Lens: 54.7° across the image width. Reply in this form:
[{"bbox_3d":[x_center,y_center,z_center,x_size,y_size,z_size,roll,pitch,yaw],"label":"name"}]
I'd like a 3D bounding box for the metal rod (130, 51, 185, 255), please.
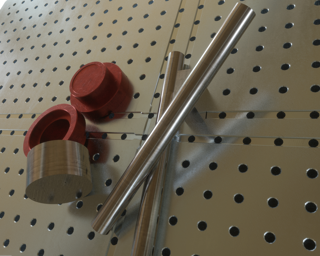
[{"bbox_3d":[0.001,0.025,0.392,0.025,0.025,0.300,-4,60,26],"label":"metal rod"}]

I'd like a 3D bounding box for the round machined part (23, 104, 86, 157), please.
[{"bbox_3d":[-0.151,0.015,0.465,0.098,0.042,0.098,-15,52,21],"label":"round machined part"}]

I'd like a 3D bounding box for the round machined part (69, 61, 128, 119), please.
[{"bbox_3d":[-0.104,-0.066,0.493,0.098,0.042,0.098,-13,56,21],"label":"round machined part"}]

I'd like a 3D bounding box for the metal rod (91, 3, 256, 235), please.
[{"bbox_3d":[0.011,-0.005,0.353,0.025,0.025,0.299,39,98,39],"label":"metal rod"}]

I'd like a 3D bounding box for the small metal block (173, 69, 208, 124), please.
[{"bbox_3d":[0.040,-0.040,0.396,0.025,0.050,0.050,-4,60,26],"label":"small metal block"}]

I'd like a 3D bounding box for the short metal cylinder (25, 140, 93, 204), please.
[{"bbox_3d":[-0.132,0.059,0.406,0.080,0.080,0.050,-25,53,13],"label":"short metal cylinder"}]
